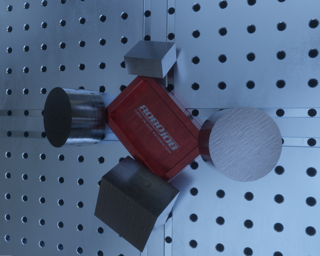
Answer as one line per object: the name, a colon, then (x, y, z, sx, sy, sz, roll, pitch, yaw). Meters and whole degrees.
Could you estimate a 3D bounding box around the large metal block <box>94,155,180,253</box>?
large metal block: (-0.031, 0.096, 0.392, 0.080, 0.050, 0.079, 32, 131, 16)

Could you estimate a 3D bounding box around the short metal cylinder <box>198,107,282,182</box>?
short metal cylinder: (0.088, 0.017, 0.352, 0.081, 0.050, 0.079, 0, 90, -7)

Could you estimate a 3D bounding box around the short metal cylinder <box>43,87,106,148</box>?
short metal cylinder: (-0.118, -0.014, 0.425, 0.080, 0.050, 0.079, 1, 91, 45)

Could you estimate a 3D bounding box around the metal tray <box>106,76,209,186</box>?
metal tray: (-0.006, 0.001, 0.411, 0.090, 0.030, 0.130, -43, 77, 15)

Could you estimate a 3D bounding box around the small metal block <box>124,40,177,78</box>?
small metal block: (-0.011, -0.090, 0.400, 0.050, 0.050, 0.025, 10, 131, 20)
